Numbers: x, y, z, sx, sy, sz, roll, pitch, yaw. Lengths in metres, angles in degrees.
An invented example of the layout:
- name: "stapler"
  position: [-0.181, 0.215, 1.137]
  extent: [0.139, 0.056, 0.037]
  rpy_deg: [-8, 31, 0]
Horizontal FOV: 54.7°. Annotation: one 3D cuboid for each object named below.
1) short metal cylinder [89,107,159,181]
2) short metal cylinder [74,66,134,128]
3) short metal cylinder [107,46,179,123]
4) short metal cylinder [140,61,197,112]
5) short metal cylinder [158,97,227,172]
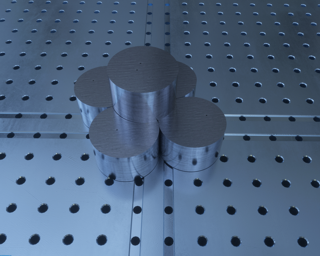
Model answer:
- name: "short metal cylinder"
  position: [-0.041, 0.017, 0.375]
  extent: [0.081, 0.050, 0.080]
  rpy_deg: [0, 50, 0]
- name: "short metal cylinder"
  position: [-0.071, -0.040, 0.423]
  extent: [0.081, 0.050, 0.080]
  rpy_deg: [0, 50, 0]
- name: "short metal cylinder"
  position: [-0.020, -0.053, 0.368]
  extent: [0.081, 0.050, 0.080]
  rpy_deg: [1, 51, -1]
- name: "short metal cylinder"
  position: [0.009, -0.051, 0.433]
  extent: [0.081, 0.050, 0.080]
  rpy_deg: [0, 50, 0]
- name: "short metal cylinder"
  position: [0.038, 0.007, 0.385]
  extent: [0.081, 0.050, 0.080]
  rpy_deg: [0, 50, 0]
